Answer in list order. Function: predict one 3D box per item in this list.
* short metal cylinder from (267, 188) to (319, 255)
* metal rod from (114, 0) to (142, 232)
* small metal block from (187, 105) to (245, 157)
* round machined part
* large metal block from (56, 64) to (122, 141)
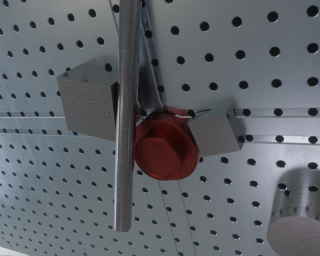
[{"bbox_3d":[0.176,0.120,0.377,0.080,0.050,0.079,13,124,21],"label":"short metal cylinder"},{"bbox_3d":[-0.043,-0.001,0.390,0.025,0.025,0.298,12,110,21],"label":"metal rod"},{"bbox_3d":[0.069,0.004,0.378,0.050,0.025,0.050,-14,112,33],"label":"small metal block"},{"bbox_3d":[0.004,0.032,0.418,0.098,0.042,0.097,13,124,20],"label":"round machined part"},{"bbox_3d":[-0.083,-0.035,0.417,0.080,0.050,0.079,12,124,21],"label":"large metal block"}]
